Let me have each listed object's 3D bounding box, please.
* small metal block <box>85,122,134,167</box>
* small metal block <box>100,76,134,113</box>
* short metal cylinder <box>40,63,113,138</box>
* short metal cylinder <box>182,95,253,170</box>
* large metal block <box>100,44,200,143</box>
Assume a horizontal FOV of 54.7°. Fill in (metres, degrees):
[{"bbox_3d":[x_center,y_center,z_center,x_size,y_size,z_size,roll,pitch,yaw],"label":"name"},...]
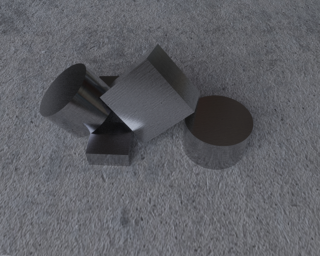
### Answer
[{"bbox_3d":[-0.061,0.020,0.387,0.050,0.025,0.050,2,50,1],"label":"small metal block"},{"bbox_3d":[-0.063,-0.049,0.445,0.050,0.025,0.050,-1,50,-1],"label":"small metal block"},{"bbox_3d":[-0.104,-0.035,0.393,0.080,0.050,0.080,-24,45,27],"label":"short metal cylinder"},{"bbox_3d":[0.069,0.005,0.385,0.081,0.050,0.080,0,50,0],"label":"short metal cylinder"},{"bbox_3d":[-0.011,-0.040,0.379,0.080,0.080,0.050,47,32,-16],"label":"large metal block"}]
